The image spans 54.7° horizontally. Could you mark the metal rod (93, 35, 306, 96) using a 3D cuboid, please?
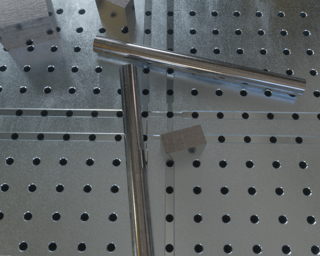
[{"bbox_3d":[0.052,-0.090,0.444,0.302,0.025,0.025,13,71,4],"label":"metal rod"}]

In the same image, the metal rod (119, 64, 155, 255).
[{"bbox_3d":[-0.029,0.055,0.391,0.025,0.025,0.299,-6,70,-2],"label":"metal rod"}]

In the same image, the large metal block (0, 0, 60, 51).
[{"bbox_3d":[-0.203,-0.171,0.459,0.081,0.050,0.080,-16,71,-6],"label":"large metal block"}]

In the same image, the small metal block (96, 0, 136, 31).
[{"bbox_3d":[-0.066,-0.180,0.464,0.050,0.050,0.025,25,72,9],"label":"small metal block"}]

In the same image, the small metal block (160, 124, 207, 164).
[{"bbox_3d":[0.028,0.021,0.391,0.050,0.050,0.025,-15,71,-5],"label":"small metal block"}]
